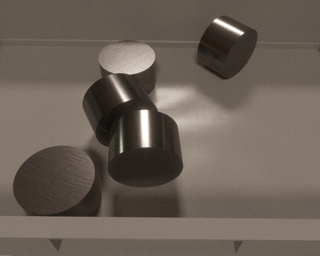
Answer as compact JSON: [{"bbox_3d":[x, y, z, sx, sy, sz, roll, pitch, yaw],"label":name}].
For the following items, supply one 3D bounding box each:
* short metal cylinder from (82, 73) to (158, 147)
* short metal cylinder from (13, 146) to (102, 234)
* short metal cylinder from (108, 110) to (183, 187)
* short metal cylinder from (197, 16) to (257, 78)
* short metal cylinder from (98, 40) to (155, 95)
[{"bbox_3d":[-0.049,-0.021,0.386,0.081,0.080,0.050,-21,53,-17],"label":"short metal cylinder"},{"bbox_3d":[-0.107,0.066,0.332,0.081,0.050,0.080,0,50,0],"label":"short metal cylinder"},{"bbox_3d":[-0.017,0.025,0.348,0.081,0.080,0.050,-3,50,-3],"label":"short metal cylinder"},{"bbox_3d":[0.103,-0.124,0.475,0.080,0.080,0.050,-36,59,-27],"label":"short metal cylinder"},{"bbox_3d":[-0.047,-0.086,0.461,0.081,0.050,0.080,0,50,0],"label":"short metal cylinder"}]
